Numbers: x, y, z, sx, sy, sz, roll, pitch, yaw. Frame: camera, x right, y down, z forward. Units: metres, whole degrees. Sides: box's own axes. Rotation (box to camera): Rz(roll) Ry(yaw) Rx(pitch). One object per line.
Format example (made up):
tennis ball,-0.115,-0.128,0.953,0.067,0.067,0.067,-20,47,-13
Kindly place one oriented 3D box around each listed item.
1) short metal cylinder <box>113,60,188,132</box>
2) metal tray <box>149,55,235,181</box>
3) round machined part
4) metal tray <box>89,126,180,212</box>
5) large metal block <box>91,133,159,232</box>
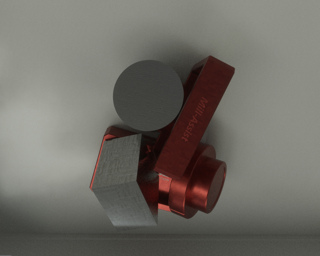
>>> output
short metal cylinder,-0.009,-0.035,0.367,0.080,0.050,0.080,-1,87,11
metal tray,0.031,-0.013,0.354,0.030,0.090,0.129,26,92,-6
round machined part,0.053,0.069,0.393,0.042,0.099,0.097,17,112,26
metal tray,-0.021,0.059,0.427,0.131,0.030,0.089,16,109,-6
large metal block,-0.037,0.066,0.380,0.050,0.080,0.080,-12,126,10
